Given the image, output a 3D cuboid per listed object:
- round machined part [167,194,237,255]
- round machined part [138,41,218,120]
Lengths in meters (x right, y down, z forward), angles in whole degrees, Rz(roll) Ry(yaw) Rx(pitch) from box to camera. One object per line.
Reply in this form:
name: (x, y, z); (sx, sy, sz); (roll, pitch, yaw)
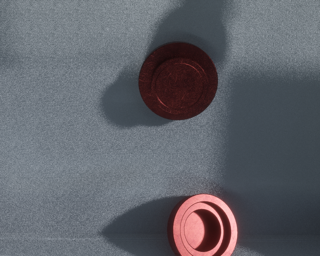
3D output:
round machined part: (0.056, 0.144, 0.438); (0.099, 0.042, 0.098); (6, 71, -19)
round machined part: (0.023, -0.055, 0.382); (0.099, 0.042, 0.097); (0, 110, 0)
